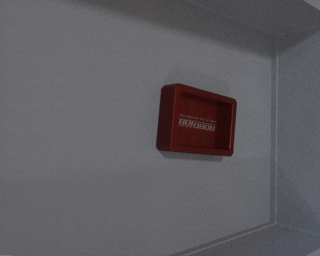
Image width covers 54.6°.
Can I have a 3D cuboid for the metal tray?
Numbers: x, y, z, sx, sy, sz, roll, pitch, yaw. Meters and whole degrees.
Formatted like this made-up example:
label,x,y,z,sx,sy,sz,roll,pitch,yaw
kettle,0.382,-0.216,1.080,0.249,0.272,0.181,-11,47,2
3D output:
label,x,y,z,sx,sy,sz,roll,pitch,yaw
metal tray,0.057,-0.007,0.449,0.131,0.030,0.090,8,85,-40
